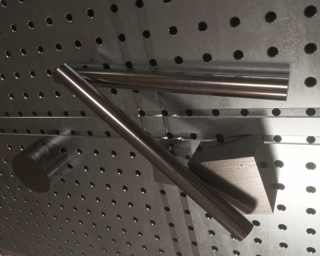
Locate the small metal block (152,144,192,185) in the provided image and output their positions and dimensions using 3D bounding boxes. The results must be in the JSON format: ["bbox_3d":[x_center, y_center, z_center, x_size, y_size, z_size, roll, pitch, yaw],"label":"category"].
[{"bbox_3d":[0.017,0.052,0.433,0.050,0.025,0.050,6,121,24],"label":"small metal block"}]

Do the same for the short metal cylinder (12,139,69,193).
[{"bbox_3d":[-0.208,0.067,0.543,0.080,0.050,0.079,13,124,20],"label":"short metal cylinder"}]

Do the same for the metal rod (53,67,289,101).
[{"bbox_3d":[-0.006,-0.057,0.377,0.301,0.025,0.025,7,122,24],"label":"metal rod"}]

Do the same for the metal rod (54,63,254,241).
[{"bbox_3d":[-0.014,0.023,0.376,0.300,0.025,0.025,41,129,9],"label":"metal rod"}]

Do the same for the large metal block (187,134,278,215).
[{"bbox_3d":[0.092,0.059,0.383,0.080,0.050,0.080,-11,113,32],"label":"large metal block"}]
